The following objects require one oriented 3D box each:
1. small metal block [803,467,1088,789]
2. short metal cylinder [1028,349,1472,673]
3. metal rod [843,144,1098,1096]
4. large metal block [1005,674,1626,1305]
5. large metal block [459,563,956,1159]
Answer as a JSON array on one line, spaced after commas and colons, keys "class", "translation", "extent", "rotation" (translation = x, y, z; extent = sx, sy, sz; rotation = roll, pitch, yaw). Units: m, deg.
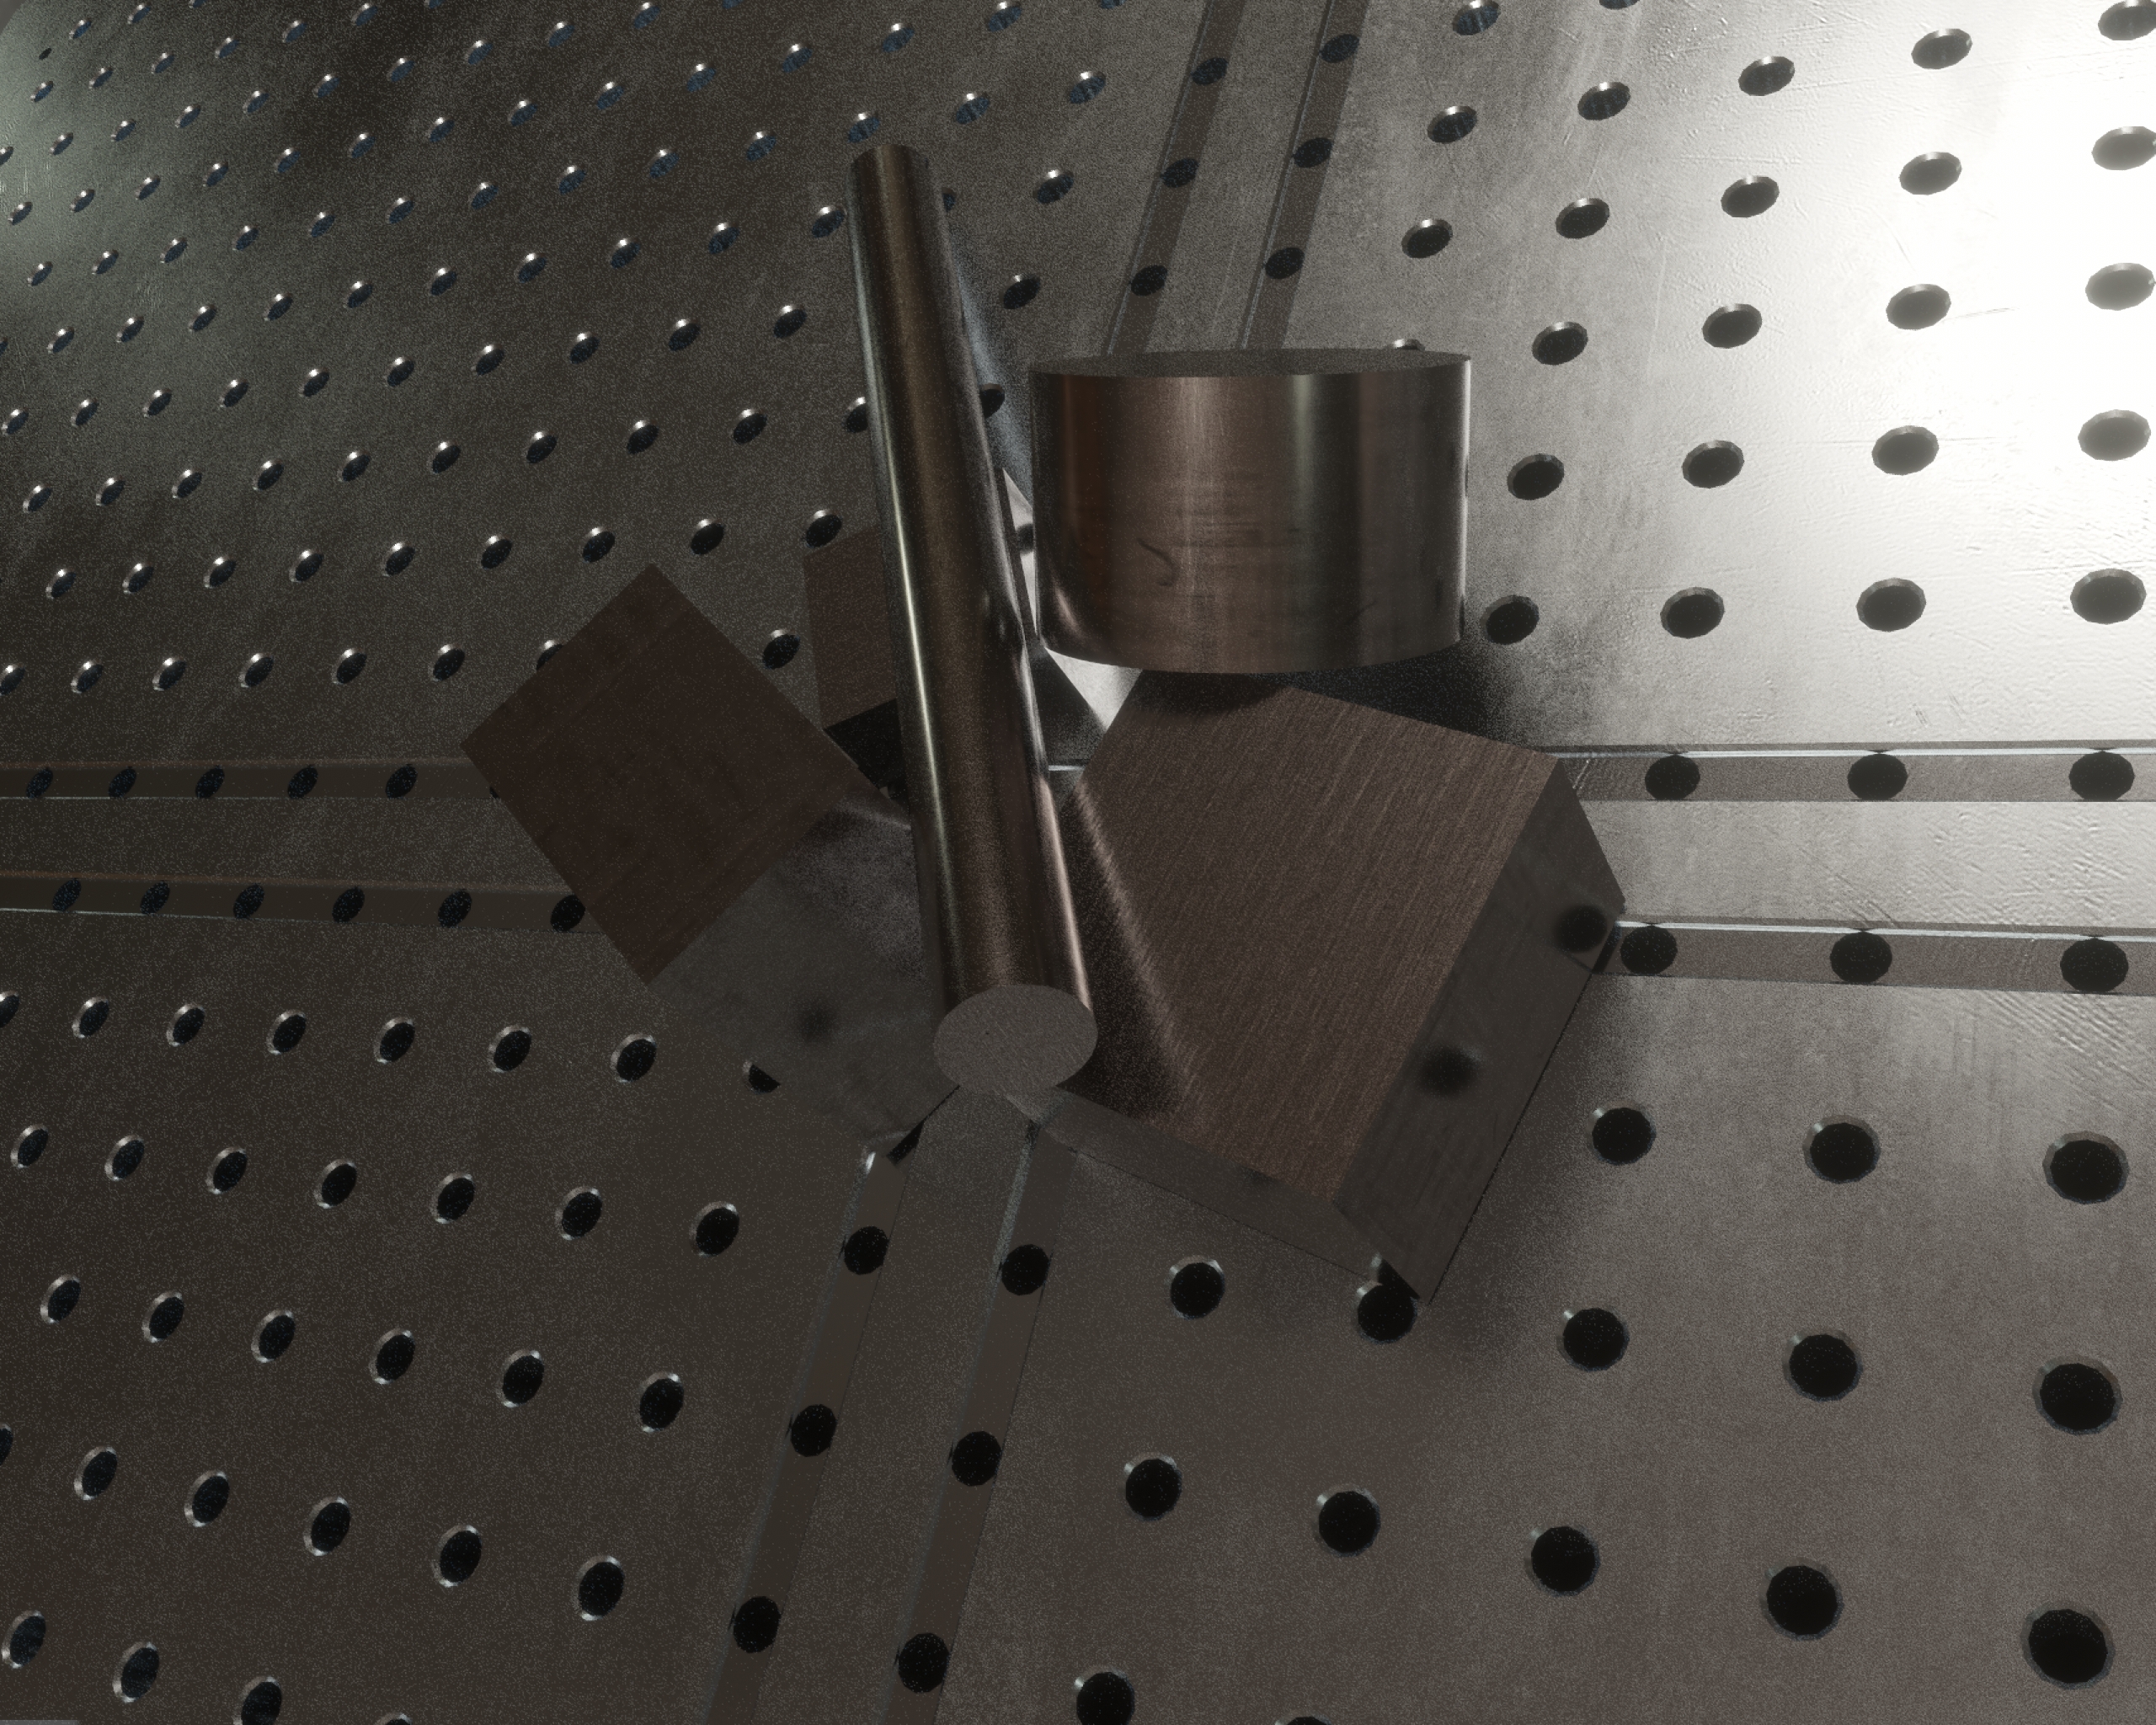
[{"class": "small metal block", "translation": [-0.030, -0.051, 0.454], "extent": [0.050, 0.025, 0.050], "rotation": [-22, 54, 14]}, {"class": "short metal cylinder", "translation": [0.032, -0.068, 0.388], "extent": [0.080, 0.081, 0.050], "rotation": [9, 110, 32]}, {"class": "metal rod", "translation": [-0.029, -0.073, 0.428], "extent": [0.025, 0.025, 0.300], "rotation": [-25, 41, 13]}, {"class": "large metal block", "translation": [0.036, 0.018, 0.361], "extent": [0.080, 0.050, 0.080], "rotation": [19, 72, 35]}, {"class": "large metal block", "translation": [-0.060, 0.000, 0.402], "extent": [0.050, 0.080, 0.080], "rotation": [-45, 51, -3]}]
